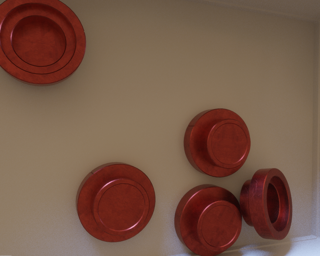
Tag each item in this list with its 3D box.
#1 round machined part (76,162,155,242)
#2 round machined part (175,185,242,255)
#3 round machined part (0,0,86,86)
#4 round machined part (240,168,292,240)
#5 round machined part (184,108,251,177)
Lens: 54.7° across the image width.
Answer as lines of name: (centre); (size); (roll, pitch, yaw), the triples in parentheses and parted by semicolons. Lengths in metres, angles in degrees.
round machined part: (-0.052, 0.093, 0.383); (0.099, 0.042, 0.097); (0, 90, -21)
round machined part: (0.073, 0.130, 0.430); (0.099, 0.042, 0.097); (0, 90, -21)
round machined part: (-0.137, -0.096, 0.351); (0.099, 0.042, 0.097); (0, 90, -21)
round machined part: (0.150, 0.108, 0.445); (0.099, 0.042, 0.098); (13, 72, -46)
round machined part: (0.087, 0.021, 0.435); (0.099, 0.042, 0.097); (0, 90, -21)
